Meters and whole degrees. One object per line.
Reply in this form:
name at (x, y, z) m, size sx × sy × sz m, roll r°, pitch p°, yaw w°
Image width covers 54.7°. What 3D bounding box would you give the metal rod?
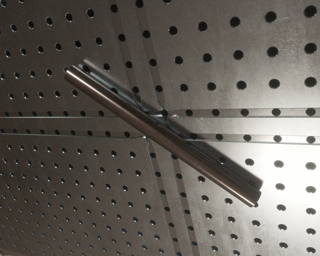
metal rod at (0.000, 0.008, 0.414) m, size 0.301 × 0.025 × 0.025 m, roll 34°, pitch 129°, yaw 5°
